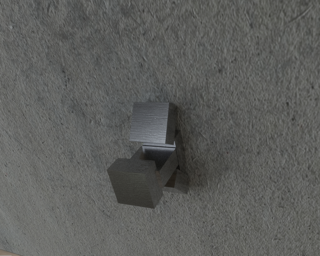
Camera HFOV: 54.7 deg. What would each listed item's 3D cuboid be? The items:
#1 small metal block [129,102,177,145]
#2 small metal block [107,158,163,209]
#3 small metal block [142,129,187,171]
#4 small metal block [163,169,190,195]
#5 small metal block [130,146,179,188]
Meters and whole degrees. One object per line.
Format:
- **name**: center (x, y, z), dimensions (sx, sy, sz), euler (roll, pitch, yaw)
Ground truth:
- **small metal block**: center (-0.008, -0.006, 0.392), dimensions (0.050, 0.025, 0.050), euler (3, 84, 27)
- **small metal block**: center (-0.029, 0.064, 0.365), dimensions (0.050, 0.025, 0.050), euler (1, 119, 27)
- **small metal block**: center (0.005, 0.029, 0.423), dimensions (0.050, 0.025, 0.050), euler (2, 120, 26)
- **small metal block**: center (0.008, 0.073, 0.431), dimensions (0.050, 0.025, 0.050), euler (2, 160, 27)
- **small metal block**: center (-0.011, 0.048, 0.393), dimensions (0.050, 0.050, 0.025), euler (3, 120, 26)
